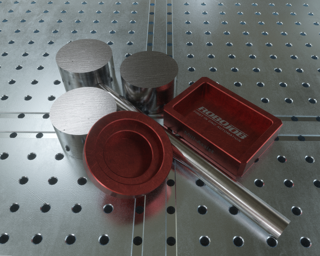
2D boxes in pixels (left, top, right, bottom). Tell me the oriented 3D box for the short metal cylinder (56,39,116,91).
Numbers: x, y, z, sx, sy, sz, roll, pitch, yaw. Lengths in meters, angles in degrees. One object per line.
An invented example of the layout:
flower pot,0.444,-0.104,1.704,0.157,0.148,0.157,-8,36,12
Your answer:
short metal cylinder,-0.109,-0.090,0.466,0.080,0.050,0.080,0,50,0

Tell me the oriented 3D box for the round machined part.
round machined part,-0.038,0.032,0.355,0.099,0.042,0.098,8,64,-16

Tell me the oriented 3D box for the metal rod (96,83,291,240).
metal rod,0.020,0.025,0.387,0.300,0.025,0.025,37,59,27

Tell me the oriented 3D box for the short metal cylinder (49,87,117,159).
short metal cylinder,-0.093,-0.007,0.396,0.080,0.050,0.080,0,50,0

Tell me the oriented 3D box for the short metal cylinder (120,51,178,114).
short metal cylinder,-0.015,-0.066,0.446,0.080,0.050,0.080,0,50,0

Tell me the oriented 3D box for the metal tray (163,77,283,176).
metal tray,0.080,-0.008,0.410,0.130,0.030,0.090,36,59,26
